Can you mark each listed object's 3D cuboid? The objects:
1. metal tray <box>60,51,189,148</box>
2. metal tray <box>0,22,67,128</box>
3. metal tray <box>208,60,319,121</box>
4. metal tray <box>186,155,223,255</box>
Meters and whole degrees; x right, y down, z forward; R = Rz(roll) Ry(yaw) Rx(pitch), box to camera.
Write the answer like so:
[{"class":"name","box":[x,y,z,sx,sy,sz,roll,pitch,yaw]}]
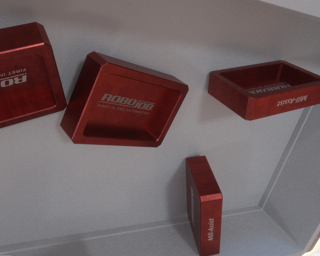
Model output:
[{"class":"metal tray","box":[-0.035,-0.025,0.350,0.131,0.030,0.089,7,116,-47]},{"class":"metal tray","box":[-0.158,-0.036,0.275,0.131,0.030,0.090,-19,150,-18]},{"class":"metal tray","box":[0.142,-0.054,0.409,0.131,0.090,0.030,-13,124,-22]},{"class":"metal tray","box":[0.065,0.119,0.471,0.030,0.090,0.129,-8,124,-5]}]
